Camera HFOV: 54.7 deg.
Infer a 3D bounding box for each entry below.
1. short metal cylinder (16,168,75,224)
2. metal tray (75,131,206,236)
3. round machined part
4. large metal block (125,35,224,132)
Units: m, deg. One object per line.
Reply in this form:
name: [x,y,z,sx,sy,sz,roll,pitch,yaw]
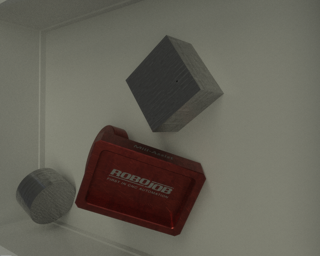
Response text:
short metal cylinder: [-0.194,0.115,0.528,0.050,0.081,0.079,29,108,36]
metal tray: [-0.023,0.067,0.367,0.131,0.030,0.089,19,107,-8]
round machined part: [-0.066,0.048,0.431,0.098,0.042,0.098,-37,42,45]
large metal block: [0.015,-0.050,0.376,0.080,0.050,0.080,-42,65,32]
